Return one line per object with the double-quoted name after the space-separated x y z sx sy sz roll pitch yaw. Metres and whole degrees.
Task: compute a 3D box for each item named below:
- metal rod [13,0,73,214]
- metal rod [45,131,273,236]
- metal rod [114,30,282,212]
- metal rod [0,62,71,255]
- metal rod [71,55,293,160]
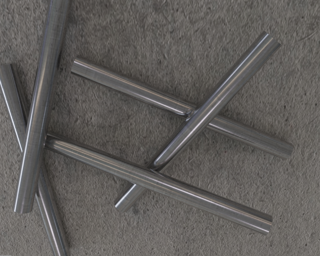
-0.144 -0.032 0.379 0.025 0.025 0.298 14 103 -5 "metal rod"
-0.011 0.066 0.393 0.301 0.025 0.025 20 110 9 "metal rod"
0.032 0.009 0.389 0.025 0.025 0.299 35 115 -12 "metal rod"
-0.171 0.061 0.430 0.025 0.025 0.298 -7 110 2 "metal rod"
0.035 -0.023 0.401 0.302 0.025 0.025 22 109 -8 "metal rod"
